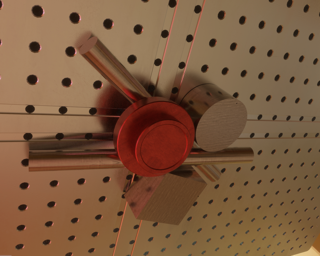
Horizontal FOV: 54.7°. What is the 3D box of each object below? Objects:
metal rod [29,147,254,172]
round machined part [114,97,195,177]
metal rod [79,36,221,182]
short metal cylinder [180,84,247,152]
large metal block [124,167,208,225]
[{"bbox_3d":[-0.009,0.039,0.408,0.303,0.025,0.025,1,118,-21],"label":"metal rod"},{"bbox_3d":[-0.002,0.015,0.366,0.099,0.042,0.097,-8,113,-20],"label":"round machined part"},{"bbox_3d":[0.008,-0.004,0.415,0.025,0.025,0.300,-44,130,2],"label":"metal rod"},{"bbox_3d":[0.071,-0.014,0.426,0.081,0.050,0.079,-14,125,-21],"label":"short metal cylinder"},{"bbox_3d":[0.008,0.091,0.454,0.080,0.050,0.080,22,107,-37],"label":"large metal block"}]
